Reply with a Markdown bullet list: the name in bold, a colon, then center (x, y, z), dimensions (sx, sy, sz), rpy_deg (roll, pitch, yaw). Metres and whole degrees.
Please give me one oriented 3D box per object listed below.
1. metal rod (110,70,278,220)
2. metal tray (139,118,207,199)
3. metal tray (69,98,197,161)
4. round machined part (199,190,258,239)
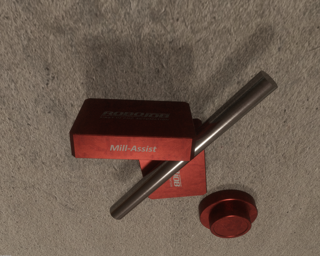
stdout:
- **metal rod**: center (0.024, 0.039, 0.401), dimensions (0.025, 0.025, 0.299), rpy_deg (30, 124, -23)
- **metal tray**: center (0.019, 0.049, 0.446), dimensions (0.091, 0.030, 0.129), rpy_deg (-6, 130, 4)
- **metal tray**: center (-0.028, -0.001, 0.360), dimensions (0.131, 0.090, 0.030), rpy_deg (2, 119, -2)
- **round machined part**: center (0.117, 0.152, 0.527), dimensions (0.099, 0.042, 0.097), rpy_deg (-1, 130, 0)
